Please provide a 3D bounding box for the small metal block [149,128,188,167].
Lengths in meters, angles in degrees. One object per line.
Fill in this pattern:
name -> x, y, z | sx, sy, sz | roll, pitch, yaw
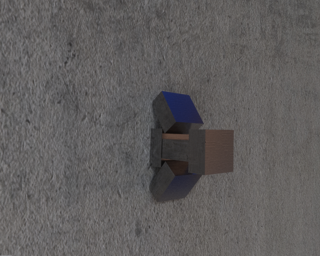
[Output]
small metal block -> 0.013, 0.026, 0.420 | 0.050, 0.025, 0.050 | 3, 88, -40

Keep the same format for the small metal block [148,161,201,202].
small metal block -> 0.021, 0.070, 0.410 | 0.050, 0.025, 0.050 | 3, 129, -40

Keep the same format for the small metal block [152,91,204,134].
small metal block -> 0.023, -0.020, 0.412 | 0.050, 0.025, 0.050 | 3, 52, -40

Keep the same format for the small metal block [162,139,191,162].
small metal block -> 0.038, 0.027, 0.391 | 0.050, 0.050, 0.025 | 3, 88, -40

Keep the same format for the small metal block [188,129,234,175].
small metal block -> 0.060, 0.027, 0.361 | 0.050, 0.025, 0.050 | 1, 89, -40
